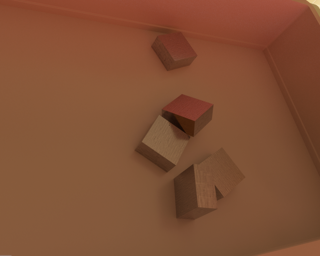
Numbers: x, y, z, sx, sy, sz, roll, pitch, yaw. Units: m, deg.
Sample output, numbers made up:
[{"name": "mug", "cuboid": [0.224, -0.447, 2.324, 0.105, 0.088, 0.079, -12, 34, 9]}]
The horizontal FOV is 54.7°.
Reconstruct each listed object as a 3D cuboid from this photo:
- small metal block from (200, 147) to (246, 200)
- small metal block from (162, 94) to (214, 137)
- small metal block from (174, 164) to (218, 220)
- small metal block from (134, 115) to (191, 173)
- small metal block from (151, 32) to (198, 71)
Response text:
[{"name": "small metal block", "cuboid": [0.076, 0.061, 0.409, 0.050, 0.025, 0.050, -30, 78, -38]}, {"name": "small metal block", "cuboid": [0.037, -0.018, 0.420, 0.050, 0.025, 0.050, 22, 40, 28]}, {"name": "small metal block", "cuboid": [0.040, 0.076, 0.365, 0.025, 0.050, 0.050, 11, 57, -23]}, {"name": "small metal block", "cuboid": [0.004, 0.020, 0.396, 0.050, 0.025, 0.050, 35, 51, -5]}, {"name": "small metal block", "cuboid": [0.023, -0.122, 0.492, 0.050, 0.025, 0.050, -22, 74, -36]}]
